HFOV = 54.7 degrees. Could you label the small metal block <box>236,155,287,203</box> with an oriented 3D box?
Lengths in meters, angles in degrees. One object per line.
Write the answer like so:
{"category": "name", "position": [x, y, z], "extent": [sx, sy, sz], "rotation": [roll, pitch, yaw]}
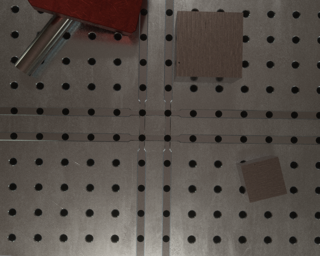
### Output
{"category": "small metal block", "position": [0.135, 0.067, 0.415], "extent": [0.050, 0.025, 0.050], "rotation": [-14, 90, -1]}

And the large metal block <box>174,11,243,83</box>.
{"category": "large metal block", "position": [0.061, -0.102, 0.402], "extent": [0.081, 0.050, 0.079], "rotation": [1, 90, -1]}

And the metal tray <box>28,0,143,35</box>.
{"category": "metal tray", "position": [-0.086, -0.178, 0.386], "extent": [0.131, 0.030, 0.089], "rotation": [11, 98, -17]}

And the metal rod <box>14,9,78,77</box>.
{"category": "metal rod", "position": [-0.089, -0.194, 0.412], "extent": [0.025, 0.025, 0.300], "rotation": [38, 90, -1]}
